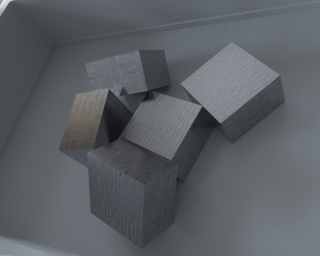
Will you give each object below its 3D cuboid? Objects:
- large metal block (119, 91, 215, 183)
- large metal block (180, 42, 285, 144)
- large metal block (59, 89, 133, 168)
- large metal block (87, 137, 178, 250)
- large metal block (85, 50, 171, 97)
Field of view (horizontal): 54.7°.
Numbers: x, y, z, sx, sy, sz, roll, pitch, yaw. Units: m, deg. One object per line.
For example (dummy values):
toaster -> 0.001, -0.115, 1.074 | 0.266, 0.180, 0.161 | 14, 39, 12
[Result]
large metal block -> 0.007, 0.008, 0.379 | 0.080, 0.050, 0.080 | 21, 73, 35
large metal block -> 0.085, -0.043, 0.368 | 0.080, 0.050, 0.080 | -39, 51, 1
large metal block -> -0.074, 0.008, 0.401 | 0.050, 0.080, 0.080 | -5, 59, 25
large metal block -> -0.031, 0.067, 0.334 | 0.080, 0.079, 0.050 | 22, 31, 34
large metal block -> -0.041, -0.074, 0.426 | 0.080, 0.080, 0.050 | -8, 100, 25
